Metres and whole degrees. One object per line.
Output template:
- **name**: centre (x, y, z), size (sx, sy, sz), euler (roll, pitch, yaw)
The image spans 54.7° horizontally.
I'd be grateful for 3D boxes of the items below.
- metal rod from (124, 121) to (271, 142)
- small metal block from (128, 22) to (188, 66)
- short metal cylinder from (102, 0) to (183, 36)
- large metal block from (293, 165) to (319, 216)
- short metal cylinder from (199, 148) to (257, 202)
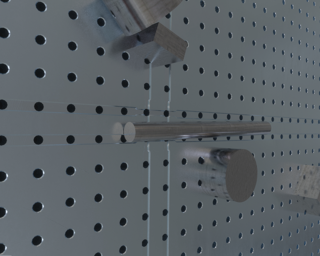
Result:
- **metal rod**: centre (0.079, 0.002, 0.475), size (0.302, 0.025, 0.025), euler (-1, 91, -40)
- **small metal block**: centre (-0.002, -0.103, 0.391), size (0.050, 0.050, 0.025), euler (24, 75, -38)
- **short metal cylinder**: centre (-0.021, -0.150, 0.356), size (0.080, 0.080, 0.050), euler (-50, 120, -28)
- **large metal block**: centre (0.347, 0.140, 0.685), size (0.080, 0.050, 0.080), euler (48, 62, -30)
- **short metal cylinder**: centre (0.108, 0.071, 0.484), size (0.081, 0.050, 0.079), euler (0, 90, -40)
